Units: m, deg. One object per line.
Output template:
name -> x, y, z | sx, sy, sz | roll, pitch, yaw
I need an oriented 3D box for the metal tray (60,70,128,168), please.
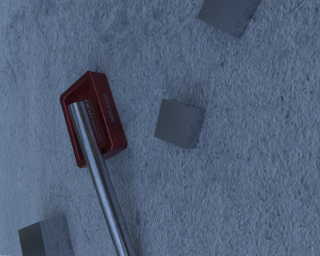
metal tray -> -0.108, -0.012, 0.487 | 0.090, 0.030, 0.129 | -31, 71, 35

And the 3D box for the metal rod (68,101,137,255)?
metal rod -> -0.070, 0.106, 0.433 | 0.025, 0.025, 0.299 | -23, 84, 37

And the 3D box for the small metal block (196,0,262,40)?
small metal block -> 0.076, -0.133, 0.341 | 0.050, 0.025, 0.050 | 40, 114, 32

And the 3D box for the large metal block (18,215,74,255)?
large metal block -> -0.204, 0.209, 0.553 | 0.080, 0.050, 0.080 | -28, 73, 36

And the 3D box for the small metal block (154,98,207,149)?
small metal block -> 0.024, -0.006, 0.383 | 0.050, 0.025, 0.050 | 21, 103, 37
